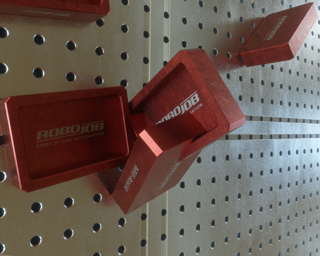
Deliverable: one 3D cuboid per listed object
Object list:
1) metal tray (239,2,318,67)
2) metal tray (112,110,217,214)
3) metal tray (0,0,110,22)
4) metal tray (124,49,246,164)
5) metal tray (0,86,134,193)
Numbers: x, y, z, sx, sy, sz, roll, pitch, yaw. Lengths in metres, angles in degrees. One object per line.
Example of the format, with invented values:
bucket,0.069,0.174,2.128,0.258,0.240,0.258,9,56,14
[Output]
metal tray,0.208,-0.163,0.544,0.130,0.090,0.030,-52,121,-28
metal tray,0.003,0.040,0.354,0.091,0.129,0.030,-23,63,-38
metal tray,-0.118,-0.160,0.307,0.131,0.030,0.089,-10,97,-40
metal tray,0.017,-0.013,0.338,0.030,0.129,0.090,-20,77,-44
metal tray,-0.092,0.006,0.330,0.131,0.030,0.089,-12,98,-40
